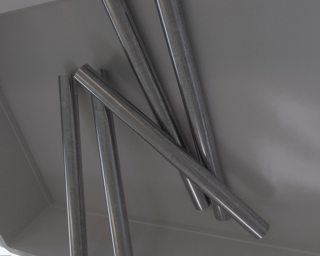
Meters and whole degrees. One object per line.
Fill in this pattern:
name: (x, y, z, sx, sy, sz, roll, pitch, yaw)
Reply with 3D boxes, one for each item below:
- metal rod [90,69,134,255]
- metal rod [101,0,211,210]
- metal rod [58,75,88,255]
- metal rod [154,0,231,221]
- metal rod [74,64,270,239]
metal rod: (-0.062, 0.073, 0.410, 0.025, 0.025, 0.298, -8, 90, 31)
metal rod: (0.003, -0.019, 0.394, 0.025, 0.025, 0.299, -11, 113, 33)
metal rod: (-0.122, 0.075, 0.442, 0.025, 0.025, 0.298, -1, 93, 29)
metal rod: (0.047, -0.008, 0.378, 0.025, 0.025, 0.298, -4, 117, 30)
metal rod: (0.015, 0.029, 0.384, 0.300, 0.025, 0.025, 41, 129, -1)
